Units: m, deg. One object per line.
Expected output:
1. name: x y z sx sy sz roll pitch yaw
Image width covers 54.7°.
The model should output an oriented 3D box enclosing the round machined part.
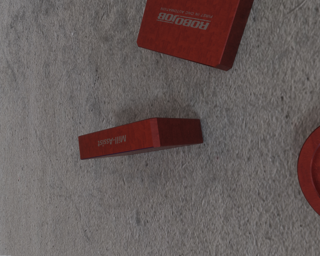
1. round machined part: 0.170 0.036 0.253 0.098 0.042 0.097 0 90 39

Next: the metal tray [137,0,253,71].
1. metal tray: 0.036 -0.128 0.370 0.130 0.030 0.089 25 106 36

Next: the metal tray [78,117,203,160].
1. metal tray: -0.025 0.014 0.381 0.130 0.091 0.030 -12 82 39
